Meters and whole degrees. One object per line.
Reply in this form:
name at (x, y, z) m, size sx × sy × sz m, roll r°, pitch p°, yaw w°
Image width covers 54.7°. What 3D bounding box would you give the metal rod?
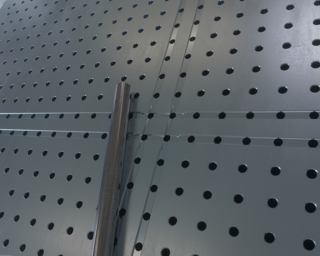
metal rod at (-0.063, 0.067, 0.399) m, size 0.025 × 0.025 × 0.299 m, roll -11°, pitch 57°, yaw 22°
